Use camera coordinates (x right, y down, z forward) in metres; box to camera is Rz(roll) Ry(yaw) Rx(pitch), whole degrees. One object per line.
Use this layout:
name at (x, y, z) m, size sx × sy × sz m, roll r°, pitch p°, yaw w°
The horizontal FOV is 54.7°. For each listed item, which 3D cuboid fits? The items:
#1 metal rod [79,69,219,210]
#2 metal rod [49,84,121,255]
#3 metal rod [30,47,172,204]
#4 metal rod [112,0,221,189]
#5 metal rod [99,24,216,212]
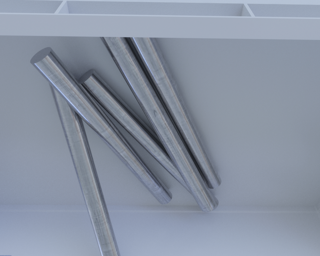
metal rod at (0.000, 0.034, 0.437) m, size 0.025 × 0.025 × 0.300 m, roll -28°, pitch 125°, yaw 22°
metal rod at (-0.088, 0.081, 0.399) m, size 0.025 × 0.025 × 0.298 m, roll -10°, pitch 106°, yaw 8°
metal rod at (-0.055, 0.020, 0.407) m, size 0.025 × 0.025 × 0.300 m, roll -20°, pitch 133°, yaw 16°
metal rod at (0.024, -0.020, 0.391) m, size 0.025 × 0.025 × 0.299 m, roll -18°, pitch 128°, yaw 15°
metal rod at (0.011, 0.009, 0.399) m, size 0.025 × 0.025 × 0.299 m, roll -20°, pitch 123°, yaw 16°
